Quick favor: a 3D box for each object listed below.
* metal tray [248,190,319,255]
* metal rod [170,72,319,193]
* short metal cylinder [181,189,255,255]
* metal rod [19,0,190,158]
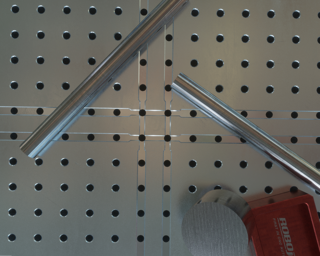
[{"bbox_3d":[0.169,0.157,0.413,0.091,0.030,0.129,-15,90,-1],"label":"metal tray"},{"bbox_3d":[0.144,0.022,0.415,0.301,0.025,0.025,35,90,-1],"label":"metal rod"},{"bbox_3d":[0.073,0.123,0.387,0.080,0.050,0.079,3,98,24],"label":"short metal cylinder"},{"bbox_3d":[-0.071,-0.076,0.412,0.025,0.025,0.300,44,90,-1],"label":"metal rod"}]
